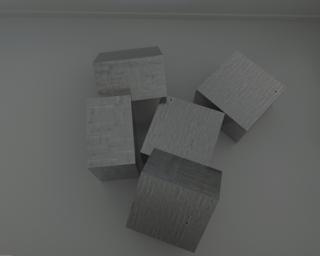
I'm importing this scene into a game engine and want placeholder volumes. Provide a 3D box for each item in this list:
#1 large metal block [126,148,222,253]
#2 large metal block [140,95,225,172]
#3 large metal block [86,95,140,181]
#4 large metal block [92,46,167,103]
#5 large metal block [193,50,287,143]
[{"bbox_3d":[0.015,0.079,0.343,0.080,0.079,0.050,19,29,5],"label":"large metal block"},{"bbox_3d":[0.028,0.013,0.391,0.080,0.050,0.080,18,71,6],"label":"large metal block"},{"bbox_3d":[-0.055,0.015,0.373,0.050,0.080,0.080,-5,70,-2],"label":"large metal block"},{"bbox_3d":[-0.037,-0.070,0.398,0.081,0.080,0.050,-7,112,-2],"label":"large metal block"},{"bbox_3d":[0.102,-0.041,0.411,0.080,0.050,0.080,42,75,13],"label":"large metal block"}]
